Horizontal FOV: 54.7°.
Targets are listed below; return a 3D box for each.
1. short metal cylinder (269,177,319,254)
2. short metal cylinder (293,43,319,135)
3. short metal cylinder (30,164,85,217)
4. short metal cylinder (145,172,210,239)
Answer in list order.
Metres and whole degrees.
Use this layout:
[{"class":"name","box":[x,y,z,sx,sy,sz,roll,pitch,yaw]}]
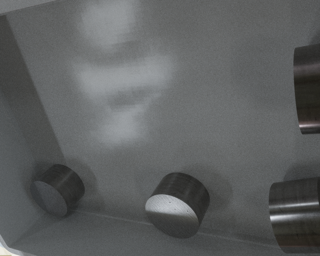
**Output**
[{"class":"short metal cylinder","box":[0.163,0.098,0.348,0.050,0.080,0.080,-17,110,35]},{"class":"short metal cylinder","box":[0.150,-0.035,0.272,0.050,0.080,0.080,-4,116,30]},{"class":"short metal cylinder","box":[-0.185,0.113,0.560,0.080,0.050,0.079,13,124,21]},{"class":"short metal cylinder","box":[0.026,0.111,0.448,0.080,0.050,0.079,13,124,21]}]
